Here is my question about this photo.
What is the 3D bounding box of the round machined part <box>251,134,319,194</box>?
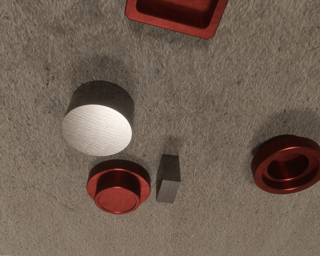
[{"bbox_3d":[0.178,0.047,0.439,0.099,0.042,0.097,-1,130,0],"label":"round machined part"}]

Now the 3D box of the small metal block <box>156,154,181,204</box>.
[{"bbox_3d":[0.011,0.074,0.454,0.025,0.050,0.050,8,130,-7],"label":"small metal block"}]

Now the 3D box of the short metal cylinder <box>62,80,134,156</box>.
[{"bbox_3d":[-0.073,-0.011,0.380,0.081,0.050,0.079,0,130,0],"label":"short metal cylinder"}]

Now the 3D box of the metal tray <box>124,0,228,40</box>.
[{"bbox_3d":[0.026,-0.153,0.273,0.091,0.030,0.129,11,129,-10],"label":"metal tray"}]

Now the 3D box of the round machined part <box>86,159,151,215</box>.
[{"bbox_3d":[-0.064,0.097,0.478,0.099,0.042,0.097,-1,130,0],"label":"round machined part"}]
